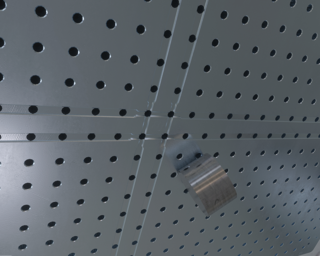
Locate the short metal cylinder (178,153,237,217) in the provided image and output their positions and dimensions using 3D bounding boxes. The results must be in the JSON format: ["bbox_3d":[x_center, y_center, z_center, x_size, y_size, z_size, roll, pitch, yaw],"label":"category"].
[{"bbox_3d":[0.070,0.085,0.465,0.050,0.080,0.080,-31,129,-8],"label":"short metal cylinder"}]
